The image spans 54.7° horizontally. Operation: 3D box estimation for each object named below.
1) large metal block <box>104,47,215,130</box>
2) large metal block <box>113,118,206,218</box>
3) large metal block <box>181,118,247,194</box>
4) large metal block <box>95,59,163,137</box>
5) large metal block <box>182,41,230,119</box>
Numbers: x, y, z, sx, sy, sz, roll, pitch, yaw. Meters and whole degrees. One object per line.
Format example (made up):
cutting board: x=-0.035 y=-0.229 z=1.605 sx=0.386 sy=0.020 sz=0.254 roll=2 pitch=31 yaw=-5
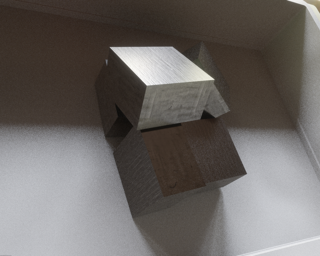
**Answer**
large metal block: x=-0.004 y=-0.047 z=0.332 sx=0.081 sy=0.050 sz=0.080 roll=-10 pitch=42 yaw=-32
large metal block: x=-0.005 y=0.044 z=0.340 sx=0.050 sy=0.080 sz=0.080 roll=-7 pitch=65 yaw=-32
large metal block: x=0.049 y=0.036 z=0.391 sx=0.081 sy=0.050 sz=0.080 roll=-6 pitch=65 yaw=-31
large metal block: x=-0.031 y=-0.036 z=0.395 sx=0.081 sy=0.050 sz=0.080 roll=-1 pitch=62 yaw=-29
large metal block: x=0.054 y=-0.062 z=0.424 sx=0.080 sy=0.050 sz=0.080 roll=54 pitch=26 yaw=-20
